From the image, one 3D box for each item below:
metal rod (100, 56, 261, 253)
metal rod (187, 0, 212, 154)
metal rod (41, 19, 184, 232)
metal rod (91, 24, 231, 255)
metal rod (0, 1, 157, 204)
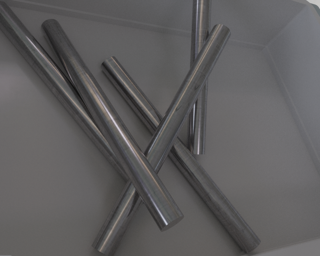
[{"bbox_3d":[0.021,0.028,0.399,0.025,0.025,0.300,-32,79,-38],"label":"metal rod"},{"bbox_3d":[0.054,-0.115,0.417,0.025,0.025,0.298,3,88,-27],"label":"metal rod"},{"bbox_3d":[-0.067,-0.023,0.345,0.025,0.025,0.299,-16,59,-35],"label":"metal rod"},{"bbox_3d":[0.012,-0.002,0.354,0.025,0.025,0.300,32,70,-8],"label":"metal rod"},{"bbox_3d":[-0.106,-0.035,0.369,0.300,0.025,0.025,50,51,7],"label":"metal rod"}]
